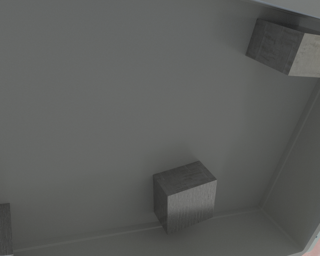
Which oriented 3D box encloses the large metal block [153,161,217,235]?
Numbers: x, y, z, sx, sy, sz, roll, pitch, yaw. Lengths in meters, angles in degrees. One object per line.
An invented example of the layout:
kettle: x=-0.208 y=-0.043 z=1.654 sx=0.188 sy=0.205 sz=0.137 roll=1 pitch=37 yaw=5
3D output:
large metal block: x=0.037 y=0.106 z=0.478 sx=0.081 sy=0.050 sz=0.079 roll=-14 pitch=124 yaw=-21

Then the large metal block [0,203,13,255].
large metal block: x=-0.209 y=0.133 z=0.341 sx=0.081 sy=0.080 sz=0.050 roll=1 pitch=118 yaw=-29

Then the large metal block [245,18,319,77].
large metal block: x=0.175 y=-0.104 z=0.404 sx=0.081 sy=0.080 sz=0.050 roll=-2 pitch=120 yaw=-27
